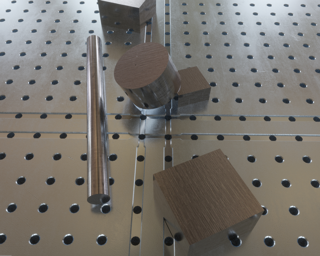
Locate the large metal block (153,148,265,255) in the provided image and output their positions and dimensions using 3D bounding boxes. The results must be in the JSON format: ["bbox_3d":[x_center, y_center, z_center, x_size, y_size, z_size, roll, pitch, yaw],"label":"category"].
[{"bbox_3d":[0.046,0.079,0.326,0.081,0.050,0.080,-19,53,-16],"label":"large metal block"}]

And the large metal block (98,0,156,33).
[{"bbox_3d":[-0.059,-0.230,0.584,0.080,0.050,0.080,16,52,13],"label":"large metal block"}]

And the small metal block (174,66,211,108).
[{"bbox_3d":[0.041,-0.062,0.460,0.050,0.025,0.050,-15,52,-13],"label":"small metal block"}]

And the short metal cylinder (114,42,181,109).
[{"bbox_3d":[-0.017,-0.073,0.435,0.080,0.050,0.080,-11,57,18],"label":"short metal cylinder"}]

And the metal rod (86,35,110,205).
[{"bbox_3d":[-0.090,-0.035,0.435,0.025,0.025,0.300,-7,50,-6],"label":"metal rod"}]
